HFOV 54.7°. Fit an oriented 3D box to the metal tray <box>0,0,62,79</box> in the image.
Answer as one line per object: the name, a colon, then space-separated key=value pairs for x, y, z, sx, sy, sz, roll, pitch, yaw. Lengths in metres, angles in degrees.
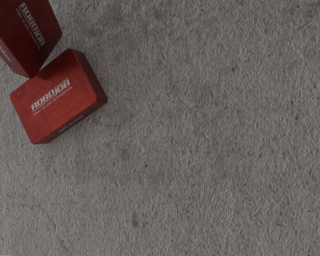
metal tray: x=-0.178 y=-0.135 z=0.400 sx=0.030 sy=0.130 sz=0.090 roll=21 pitch=70 yaw=8

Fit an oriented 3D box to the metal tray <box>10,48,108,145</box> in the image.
metal tray: x=-0.152 y=-0.044 z=0.460 sx=0.130 sy=0.030 sz=0.090 roll=-32 pitch=80 yaw=17
